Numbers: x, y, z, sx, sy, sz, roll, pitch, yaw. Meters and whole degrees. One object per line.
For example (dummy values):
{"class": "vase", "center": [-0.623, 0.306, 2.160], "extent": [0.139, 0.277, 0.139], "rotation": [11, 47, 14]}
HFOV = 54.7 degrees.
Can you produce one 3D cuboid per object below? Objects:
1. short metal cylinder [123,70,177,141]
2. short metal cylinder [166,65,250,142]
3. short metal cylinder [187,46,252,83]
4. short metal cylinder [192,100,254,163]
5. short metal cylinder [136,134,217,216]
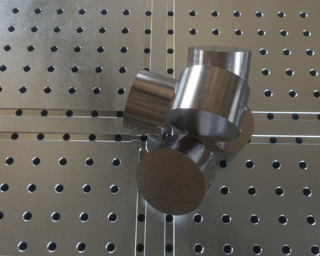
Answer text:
{"class": "short metal cylinder", "center": [-0.008, -0.029, 0.393], "extent": [0.050, 0.080, 0.080], "rotation": [18, 71, 6]}
{"class": "short metal cylinder", "center": [0.053, -0.024, 0.338], "extent": [0.080, 0.080, 0.050], "rotation": [16, 71, 6]}
{"class": "short metal cylinder", "center": [0.076, -0.078, 0.404], "extent": [0.080, 0.080, 0.050], "rotation": [2, 110, 1]}
{"class": "short metal cylinder", "center": [0.074, 0.001, 0.398], "extent": [0.081, 0.050, 0.080], "rotation": [0, 69, 0]}
{"class": "short metal cylinder", "center": [0.020, 0.052, 0.357], "extent": [0.080, 0.050, 0.079], "rotation": [7, 108, 22]}
